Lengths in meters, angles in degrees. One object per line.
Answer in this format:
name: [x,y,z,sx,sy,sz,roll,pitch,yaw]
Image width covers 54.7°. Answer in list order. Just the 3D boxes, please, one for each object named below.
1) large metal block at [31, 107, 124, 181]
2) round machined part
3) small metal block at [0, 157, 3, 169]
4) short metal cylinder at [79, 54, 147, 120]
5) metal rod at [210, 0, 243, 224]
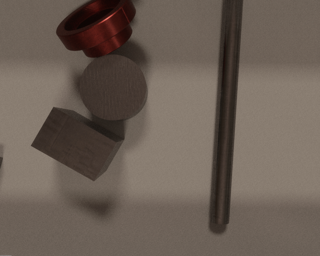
large metal block: [-0.096,0.018,0.383,0.080,0.080,0.050,30,90,-1]
round machined part: [-0.074,-0.124,0.384,0.098,0.098,0.042,-29,129,-1]
small metal block: [-0.244,0.059,0.408,0.050,0.025,0.050,14,90,-1]
short metal cylinder: [-0.057,-0.049,0.398,0.081,0.050,0.079,0,90,-1]
metal rod: [0.089,-0.024,0.412,0.025,0.025,0.298,4,90,-1]
